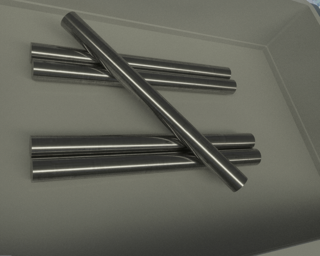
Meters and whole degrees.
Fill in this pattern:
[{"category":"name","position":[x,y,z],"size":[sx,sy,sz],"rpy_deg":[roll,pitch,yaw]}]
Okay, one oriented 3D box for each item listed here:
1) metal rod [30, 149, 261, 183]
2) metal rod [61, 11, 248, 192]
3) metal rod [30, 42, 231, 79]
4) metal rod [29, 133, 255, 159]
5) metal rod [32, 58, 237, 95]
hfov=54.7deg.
[{"category":"metal rod","position":[0.005,0.042,0.380],"size":[0.303,0.025,0.025],"rpy_deg":[0,62,-28]},{"category":"metal rod","position":[-0.009,-0.034,0.388],"size":[0.300,0.025,0.025],"rpy_deg":[44,51,2]},{"category":"metal rod","position":[-0.023,-0.090,0.446],"size":[0.303,0.025,0.025],"rpy_deg":[0,62,-28]},{"category":"metal rod","position":[0.000,0.020,0.391],"size":[0.303,0.025,0.025],"rpy_deg":[0,62,-28]},{"category":"metal rod","position":[-0.017,-0.068,0.436],"size":[0.303,0.025,0.025],"rpy_deg":[0,62,-28]}]
